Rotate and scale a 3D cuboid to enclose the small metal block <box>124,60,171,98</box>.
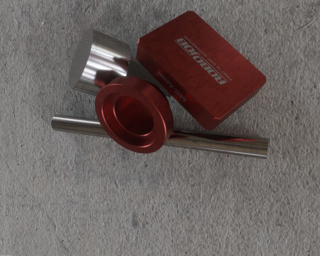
[{"bbox_3d":[-0.011,-0.062,0.399,0.050,0.050,0.025,25,99,18],"label":"small metal block"}]

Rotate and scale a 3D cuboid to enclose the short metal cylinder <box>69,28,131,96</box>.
[{"bbox_3d":[-0.080,-0.082,0.404,0.080,0.050,0.080,-33,48,48],"label":"short metal cylinder"}]

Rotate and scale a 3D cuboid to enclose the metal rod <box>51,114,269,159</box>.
[{"bbox_3d":[-0.014,0.008,0.415,0.301,0.025,0.025,7,92,19],"label":"metal rod"}]

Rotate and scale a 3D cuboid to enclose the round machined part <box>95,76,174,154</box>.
[{"bbox_3d":[-0.027,-0.020,0.378,0.098,0.042,0.097,18,133,21],"label":"round machined part"}]

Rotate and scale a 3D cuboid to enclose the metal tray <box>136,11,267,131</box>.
[{"bbox_3d":[0.046,-0.071,0.364,0.090,0.030,0.130,-37,75,-24],"label":"metal tray"}]
